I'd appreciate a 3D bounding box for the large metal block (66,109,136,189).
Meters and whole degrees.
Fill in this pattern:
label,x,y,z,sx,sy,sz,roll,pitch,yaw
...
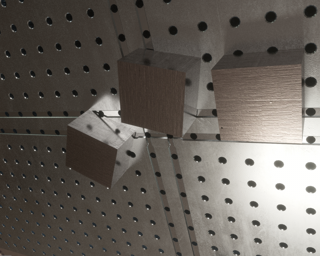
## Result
label,x,y,z,sx,sy,sz,roll,pitch,yaw
large metal block,-0.090,0.031,0.460,0.080,0.050,0.079,24,127,12

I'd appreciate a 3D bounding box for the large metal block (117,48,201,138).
label,x,y,z,sx,sy,sz,roll,pitch,yaw
large metal block,0.000,-0.043,0.367,0.080,0.050,0.079,14,124,20

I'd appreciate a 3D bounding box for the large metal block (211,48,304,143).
label,x,y,z,sx,sy,sz,roll,pitch,yaw
large metal block,0.104,-0.033,0.320,0.080,0.050,0.079,1,119,27
